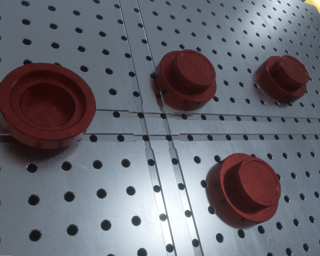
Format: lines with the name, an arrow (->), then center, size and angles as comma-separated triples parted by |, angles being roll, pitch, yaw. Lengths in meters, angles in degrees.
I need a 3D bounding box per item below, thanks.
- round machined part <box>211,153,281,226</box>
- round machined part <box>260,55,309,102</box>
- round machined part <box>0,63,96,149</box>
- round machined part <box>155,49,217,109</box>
round machined part -> 0.122, 0.078, 0.418 | 0.099, 0.042, 0.098 | 14, 56, -21
round machined part -> 0.244, -0.101, 0.594 | 0.099, 0.042, 0.098 | 14, 56, -21
round machined part -> -0.125, -0.021, 0.343 | 0.099, 0.042, 0.098 | 14, 56, -21
round machined part -> 0.046, -0.081, 0.473 | 0.099, 0.042, 0.098 | 14, 56, -21
